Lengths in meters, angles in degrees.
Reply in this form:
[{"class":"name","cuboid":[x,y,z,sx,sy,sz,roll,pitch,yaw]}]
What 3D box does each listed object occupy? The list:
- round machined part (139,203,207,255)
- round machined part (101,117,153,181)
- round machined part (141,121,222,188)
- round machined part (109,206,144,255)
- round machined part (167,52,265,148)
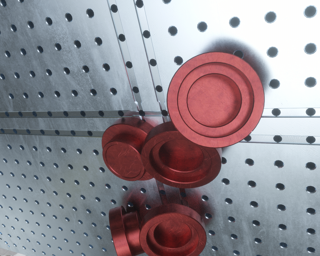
[{"class":"round machined part","cuboid":[0.019,0.154,0.469,0.099,0.042,0.097,1,114,2]},{"class":"round machined part","cuboid":[-0.043,0.037,0.444,0.098,0.042,0.097,13,124,20]},{"class":"round machined part","cuboid":[0.028,0.029,0.392,0.099,0.042,0.097,7,130,8]},{"class":"round machined part","cuboid":[-0.049,0.175,0.509,0.042,0.098,0.097,-17,115,-4]},{"class":"round machined part","cuboid":[0.057,-0.029,0.332,0.099,0.042,0.097,0,93,2]}]
